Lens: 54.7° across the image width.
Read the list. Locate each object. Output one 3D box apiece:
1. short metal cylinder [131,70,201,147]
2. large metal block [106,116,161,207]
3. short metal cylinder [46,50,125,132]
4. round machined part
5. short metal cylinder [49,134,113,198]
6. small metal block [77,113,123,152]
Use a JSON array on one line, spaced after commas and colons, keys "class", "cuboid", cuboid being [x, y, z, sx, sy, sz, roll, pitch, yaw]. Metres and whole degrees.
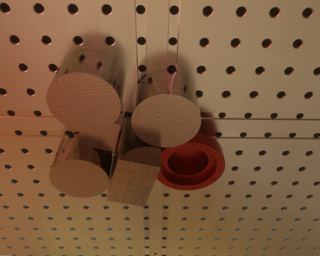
[{"class": "short metal cylinder", "cuboid": [0.007, -0.022, 0.376, 0.081, 0.050, 0.079, 0, 130, 0]}, {"class": "large metal block", "cuboid": [-0.034, 0.044, 0.408, 0.050, 0.080, 0.079, 12, 129, -10]}, {"class": "short metal cylinder", "cuboid": [-0.083, -0.042, 0.358, 0.081, 0.050, 0.079, 0, 130, 0]}, {"class": "round machined part", "cuboid": [0.039, 0.041, 0.435, 0.099, 0.042, 0.097, 0, 130, 0]}, {"class": "short metal cylinder", "cuboid": [-0.110, 0.054, 0.440, 0.081, 0.050, 0.079, 0, 130, 0]}, {"class": "small metal block", "cuboid": [-0.080, 0.002, 0.412, 0.050, 0.025, 0.050, 11, 129, -10]}]
